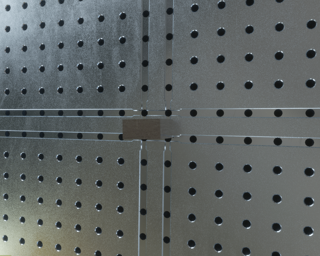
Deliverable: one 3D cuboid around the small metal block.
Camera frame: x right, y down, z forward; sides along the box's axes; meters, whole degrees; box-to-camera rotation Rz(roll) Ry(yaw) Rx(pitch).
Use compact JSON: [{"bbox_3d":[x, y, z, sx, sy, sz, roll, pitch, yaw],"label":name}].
[{"bbox_3d":[-0.015,0.001,0.404,0.050,0.050,0.025,-1,90,19],"label":"small metal block"}]
